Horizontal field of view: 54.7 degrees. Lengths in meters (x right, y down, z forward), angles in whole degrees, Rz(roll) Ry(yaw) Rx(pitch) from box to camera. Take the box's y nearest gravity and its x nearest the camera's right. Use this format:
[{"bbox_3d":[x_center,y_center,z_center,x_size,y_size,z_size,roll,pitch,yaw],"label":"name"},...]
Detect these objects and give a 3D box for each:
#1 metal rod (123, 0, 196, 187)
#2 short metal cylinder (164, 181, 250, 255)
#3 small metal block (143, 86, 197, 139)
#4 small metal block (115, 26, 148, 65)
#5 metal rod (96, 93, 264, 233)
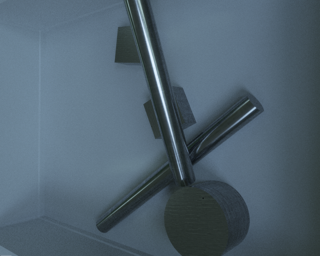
[{"bbox_3d":[-0.009,-0.076,0.315,0.025,0.025,0.298,-1,113,40],"label":"metal rod"},{"bbox_3d":[0.052,0.102,0.346,0.080,0.050,0.079,0,90,39],"label":"short metal cylinder"},{"bbox_3d":[0.012,-0.019,0.395,0.050,0.025,0.050,-30,71,35],"label":"small metal block"},{"bbox_3d":[-0.035,-0.115,0.433,0.050,0.025,0.050,11,97,39],"label":"small metal block"},{"bbox_3d":[0.006,0.061,0.399,0.299,0.025,0.025,-43,64,31],"label":"metal rod"}]
